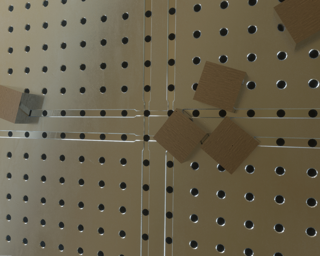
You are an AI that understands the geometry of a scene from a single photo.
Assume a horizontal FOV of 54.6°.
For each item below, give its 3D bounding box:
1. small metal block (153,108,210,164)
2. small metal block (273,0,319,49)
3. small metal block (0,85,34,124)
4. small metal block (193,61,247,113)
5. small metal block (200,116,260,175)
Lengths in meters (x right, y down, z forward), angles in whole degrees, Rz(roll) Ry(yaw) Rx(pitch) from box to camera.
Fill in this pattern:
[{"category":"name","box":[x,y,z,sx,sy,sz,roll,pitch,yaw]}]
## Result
[{"category":"small metal block","box":[0.028,0.010,0.403,0.050,0.025,0.050,42,103,15]},{"category":"small metal block","box":[0.166,-0.128,0.354,0.050,0.025,0.050,-30,80,17]},{"category":"small metal block","box":[-0.236,-0.038,0.497,0.050,0.025,0.050,19,96,19]},{"category":"small metal block","box":[0.075,-0.051,0.386,0.050,0.025,0.050,21,97,18]},{"category":"small metal block","box":[0.087,0.021,0.382,0.050,0.025,0.050,42,103,15]}]
